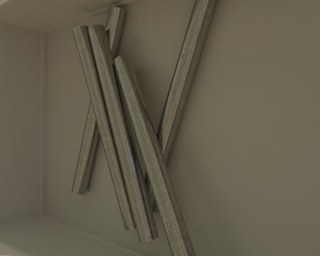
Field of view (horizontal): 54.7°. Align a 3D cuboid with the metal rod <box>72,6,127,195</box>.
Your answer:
[{"bbox_3d":[-0.099,-0.035,0.488,0.025,0.025,0.298,24,105,37],"label":"metal rod"}]

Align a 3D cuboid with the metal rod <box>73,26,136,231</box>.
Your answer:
[{"bbox_3d":[-0.077,-0.003,0.449,0.025,0.025,0.298,-19,85,38],"label":"metal rod"}]

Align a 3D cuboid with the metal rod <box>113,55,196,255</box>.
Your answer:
[{"bbox_3d":[-0.008,0.039,0.376,0.025,0.025,0.299,-34,65,35],"label":"metal rod"}]

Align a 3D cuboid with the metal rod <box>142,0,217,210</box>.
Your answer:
[{"bbox_3d":[0.017,-0.024,0.392,0.025,0.025,0.298,26,106,37],"label":"metal rod"}]

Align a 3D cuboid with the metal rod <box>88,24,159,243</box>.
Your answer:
[{"bbox_3d":[-0.053,-0.002,0.416,0.025,0.025,0.299,-25,74,37],"label":"metal rod"}]
